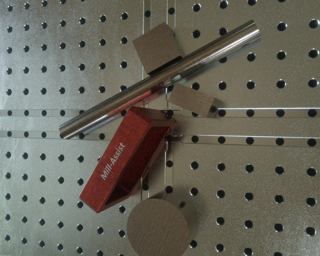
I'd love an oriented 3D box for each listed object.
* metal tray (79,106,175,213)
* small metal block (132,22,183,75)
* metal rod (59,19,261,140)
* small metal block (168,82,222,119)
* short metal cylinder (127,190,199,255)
[{"bbox_3d":[-0.038,0.037,0.391,0.030,0.090,0.129,34,101,17],"label":"metal tray"},{"bbox_3d":[-0.002,-0.103,0.413,0.050,0.025,0.050,-26,81,18],"label":"small metal block"},{"bbox_3d":[-0.013,-0.057,0.416,0.300,0.025,0.025,-26,82,18],"label":"metal rod"},{"bbox_3d":[0.044,-0.033,0.384,0.050,0.050,0.025,25,98,18],"label":"small metal block"},{"bbox_3d":[0.005,0.125,0.398,0.080,0.050,0.080,0,90,20],"label":"short metal cylinder"}]
